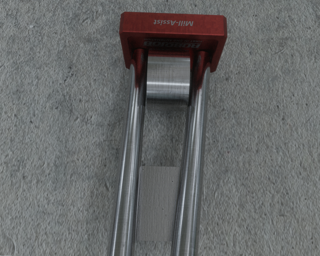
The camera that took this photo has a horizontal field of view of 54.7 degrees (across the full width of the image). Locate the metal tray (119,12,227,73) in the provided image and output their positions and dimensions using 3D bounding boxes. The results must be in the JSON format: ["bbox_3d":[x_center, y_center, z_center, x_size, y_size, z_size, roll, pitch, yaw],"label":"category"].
[{"bbox_3d":[0.016,-0.112,0.416,0.131,0.090,0.030,2,70,0],"label":"metal tray"}]

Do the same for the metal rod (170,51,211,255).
[{"bbox_3d":[0.039,0.022,0.352,0.025,0.025,0.300,8,55,2],"label":"metal rod"}]

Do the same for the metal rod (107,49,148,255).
[{"bbox_3d":[-0.033,0.019,0.353,0.025,0.025,0.300,2,55,0],"label":"metal rod"}]

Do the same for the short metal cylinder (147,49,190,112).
[{"bbox_3d":[0.010,-0.062,0.403,0.050,0.080,0.080,2,70,0],"label":"short metal cylinder"}]

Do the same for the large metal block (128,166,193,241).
[{"bbox_3d":[0.003,0.089,0.361,0.081,0.050,0.080,2,70,0],"label":"large metal block"}]
